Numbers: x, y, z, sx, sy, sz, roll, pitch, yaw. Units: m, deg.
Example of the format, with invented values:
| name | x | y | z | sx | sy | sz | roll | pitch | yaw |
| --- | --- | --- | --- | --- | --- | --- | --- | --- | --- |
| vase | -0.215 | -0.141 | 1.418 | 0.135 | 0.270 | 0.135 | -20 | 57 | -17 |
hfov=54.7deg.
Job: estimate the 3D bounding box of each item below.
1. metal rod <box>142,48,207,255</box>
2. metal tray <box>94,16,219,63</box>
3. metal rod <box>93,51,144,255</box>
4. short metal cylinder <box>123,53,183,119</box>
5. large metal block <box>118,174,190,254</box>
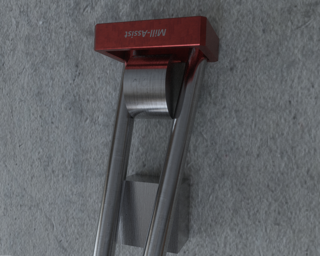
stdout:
| name | x | y | z | sx | sy | sz | roll | pitch | yaw |
| --- | --- | --- | --- | --- | --- | --- | --- | --- | --- |
| metal rod | 0.015 | 0.046 | 0.355 | 0.025 | 0.025 | 0.299 | 9 | 78 | 19 |
| metal tray | -0.001 | -0.102 | 0.375 | 0.130 | 0.090 | 0.030 | 3 | 91 | 19 |
| metal rod | -0.051 | 0.042 | 0.379 | 0.025 | 0.025 | 0.299 | 2 | 76 | 19 |
| short metal cylinder | -0.005 | -0.050 | 0.382 | 0.050 | 0.080 | 0.079 | 2 | 91 | 19 |
| large metal block | -0.008 | 0.105 | 0.396 | 0.080 | 0.050 | 0.079 | 2 | 91 | 19 |
